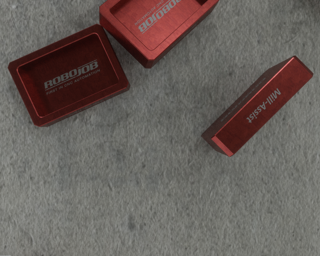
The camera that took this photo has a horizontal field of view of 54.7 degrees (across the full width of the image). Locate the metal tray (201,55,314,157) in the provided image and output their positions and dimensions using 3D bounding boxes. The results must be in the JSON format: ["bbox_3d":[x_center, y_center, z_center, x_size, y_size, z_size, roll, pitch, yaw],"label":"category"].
[{"bbox_3d":[0.112,-0.024,0.379,0.130,0.090,0.030,-45,90,0],"label":"metal tray"}]

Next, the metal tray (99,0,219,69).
[{"bbox_3d":[0.000,-0.150,0.392,0.090,0.030,0.130,45,76,-1],"label":"metal tray"}]

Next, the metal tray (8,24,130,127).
[{"bbox_3d":[-0.116,-0.067,0.405,0.131,0.030,0.090,-25,90,-1],"label":"metal tray"}]
